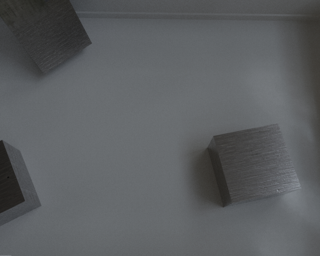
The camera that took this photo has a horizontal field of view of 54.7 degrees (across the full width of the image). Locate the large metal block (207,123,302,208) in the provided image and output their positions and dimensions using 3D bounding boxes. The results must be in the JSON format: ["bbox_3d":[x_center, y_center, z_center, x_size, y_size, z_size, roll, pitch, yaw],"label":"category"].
[{"bbox_3d":[0.111,0.047,0.380,0.081,0.050,0.080,-11,70,-4],"label":"large metal block"}]

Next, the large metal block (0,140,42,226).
[{"bbox_3d":[-0.202,0.073,0.368,0.080,0.050,0.080,-26,72,-9],"label":"large metal block"}]

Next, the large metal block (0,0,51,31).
[{"bbox_3d":[-0.176,-0.172,0.353,0.050,0.080,0.080,-31,49,-6],"label":"large metal block"}]

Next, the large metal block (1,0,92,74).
[{"bbox_3d":[-0.154,-0.135,0.421,0.080,0.080,0.050,-37,50,-12],"label":"large metal block"}]
